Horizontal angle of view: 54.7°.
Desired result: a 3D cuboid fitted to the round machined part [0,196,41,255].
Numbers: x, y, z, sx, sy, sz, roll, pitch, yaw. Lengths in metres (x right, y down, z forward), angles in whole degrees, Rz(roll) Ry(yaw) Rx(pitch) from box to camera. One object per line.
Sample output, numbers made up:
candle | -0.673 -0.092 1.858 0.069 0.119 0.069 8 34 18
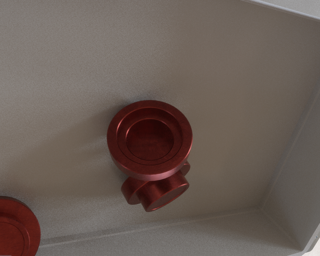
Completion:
round machined part | -0.186 0.129 0.349 0.099 0.042 0.097 0 89 -31

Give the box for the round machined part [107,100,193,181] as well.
round machined part | -0.012 0.018 0.373 0.099 0.098 0.042 -23 153 -15

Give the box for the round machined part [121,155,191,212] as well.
round machined part | 0.001 0.078 0.420 0.099 0.042 0.098 -28 157 -13
